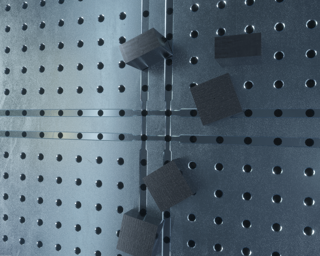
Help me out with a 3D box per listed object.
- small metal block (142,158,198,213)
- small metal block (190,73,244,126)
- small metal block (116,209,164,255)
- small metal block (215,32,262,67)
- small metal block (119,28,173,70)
[{"bbox_3d":[0.013,0.074,0.407,0.050,0.025,0.050,-34,80,16],"label":"small metal block"},{"bbox_3d":[0.072,-0.035,0.387,0.050,0.025,0.050,-21,83,18],"label":"small metal block"},{"bbox_3d":[-0.027,0.145,0.421,0.050,0.025,0.050,14,95,19],"label":"small metal block"},{"bbox_3d":[0.094,-0.091,0.366,0.050,0.050,0.025,0,90,19],"label":"small metal block"},{"bbox_3d":[-0.017,-0.101,0.405,0.050,0.050,0.025,-22,83,18],"label":"small metal block"}]
